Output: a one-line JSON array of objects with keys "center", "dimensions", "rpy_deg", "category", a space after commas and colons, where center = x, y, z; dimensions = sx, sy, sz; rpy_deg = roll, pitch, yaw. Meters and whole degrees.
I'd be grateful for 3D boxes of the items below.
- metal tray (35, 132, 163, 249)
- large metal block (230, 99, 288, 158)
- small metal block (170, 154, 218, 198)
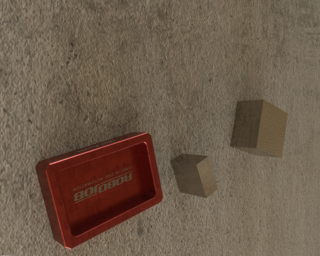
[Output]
[{"center": [-0.061, 0.063, 0.350], "dimensions": [0.131, 0.030, 0.089], "rpy_deg": [-18, 102, -39], "category": "metal tray"}, {"center": [0.172, 0.003, 0.532], "dimensions": [0.080, 0.050, 0.080], "rpy_deg": [19, 78, -39], "category": "large metal block"}, {"center": [0.047, 0.065, 0.428], "dimensions": [0.025, 0.050, 0.050], "rpy_deg": [-29, 108, -36], "category": "small metal block"}]
